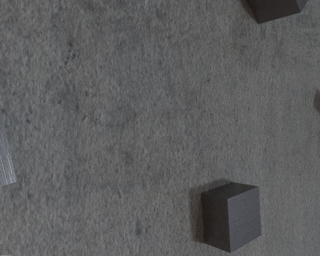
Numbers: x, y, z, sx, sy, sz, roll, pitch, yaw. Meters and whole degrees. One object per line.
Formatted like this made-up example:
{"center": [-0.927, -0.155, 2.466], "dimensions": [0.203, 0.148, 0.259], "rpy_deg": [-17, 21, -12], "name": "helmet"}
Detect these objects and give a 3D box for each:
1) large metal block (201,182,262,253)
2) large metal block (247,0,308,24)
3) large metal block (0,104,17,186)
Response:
{"center": [0.113, 0.136, 0.487], "dimensions": [0.081, 0.050, 0.079], "rpy_deg": [-7, 95, -40], "name": "large metal block"}
{"center": [0.200, -0.239, 0.539], "dimensions": [0.080, 0.080, 0.050], "rpy_deg": [50, 60, -29], "name": "large metal block"}
{"center": [-0.171, 0.013, 0.246], "dimensions": [0.081, 0.050, 0.079], "rpy_deg": [-15, 100, -39], "name": "large metal block"}
